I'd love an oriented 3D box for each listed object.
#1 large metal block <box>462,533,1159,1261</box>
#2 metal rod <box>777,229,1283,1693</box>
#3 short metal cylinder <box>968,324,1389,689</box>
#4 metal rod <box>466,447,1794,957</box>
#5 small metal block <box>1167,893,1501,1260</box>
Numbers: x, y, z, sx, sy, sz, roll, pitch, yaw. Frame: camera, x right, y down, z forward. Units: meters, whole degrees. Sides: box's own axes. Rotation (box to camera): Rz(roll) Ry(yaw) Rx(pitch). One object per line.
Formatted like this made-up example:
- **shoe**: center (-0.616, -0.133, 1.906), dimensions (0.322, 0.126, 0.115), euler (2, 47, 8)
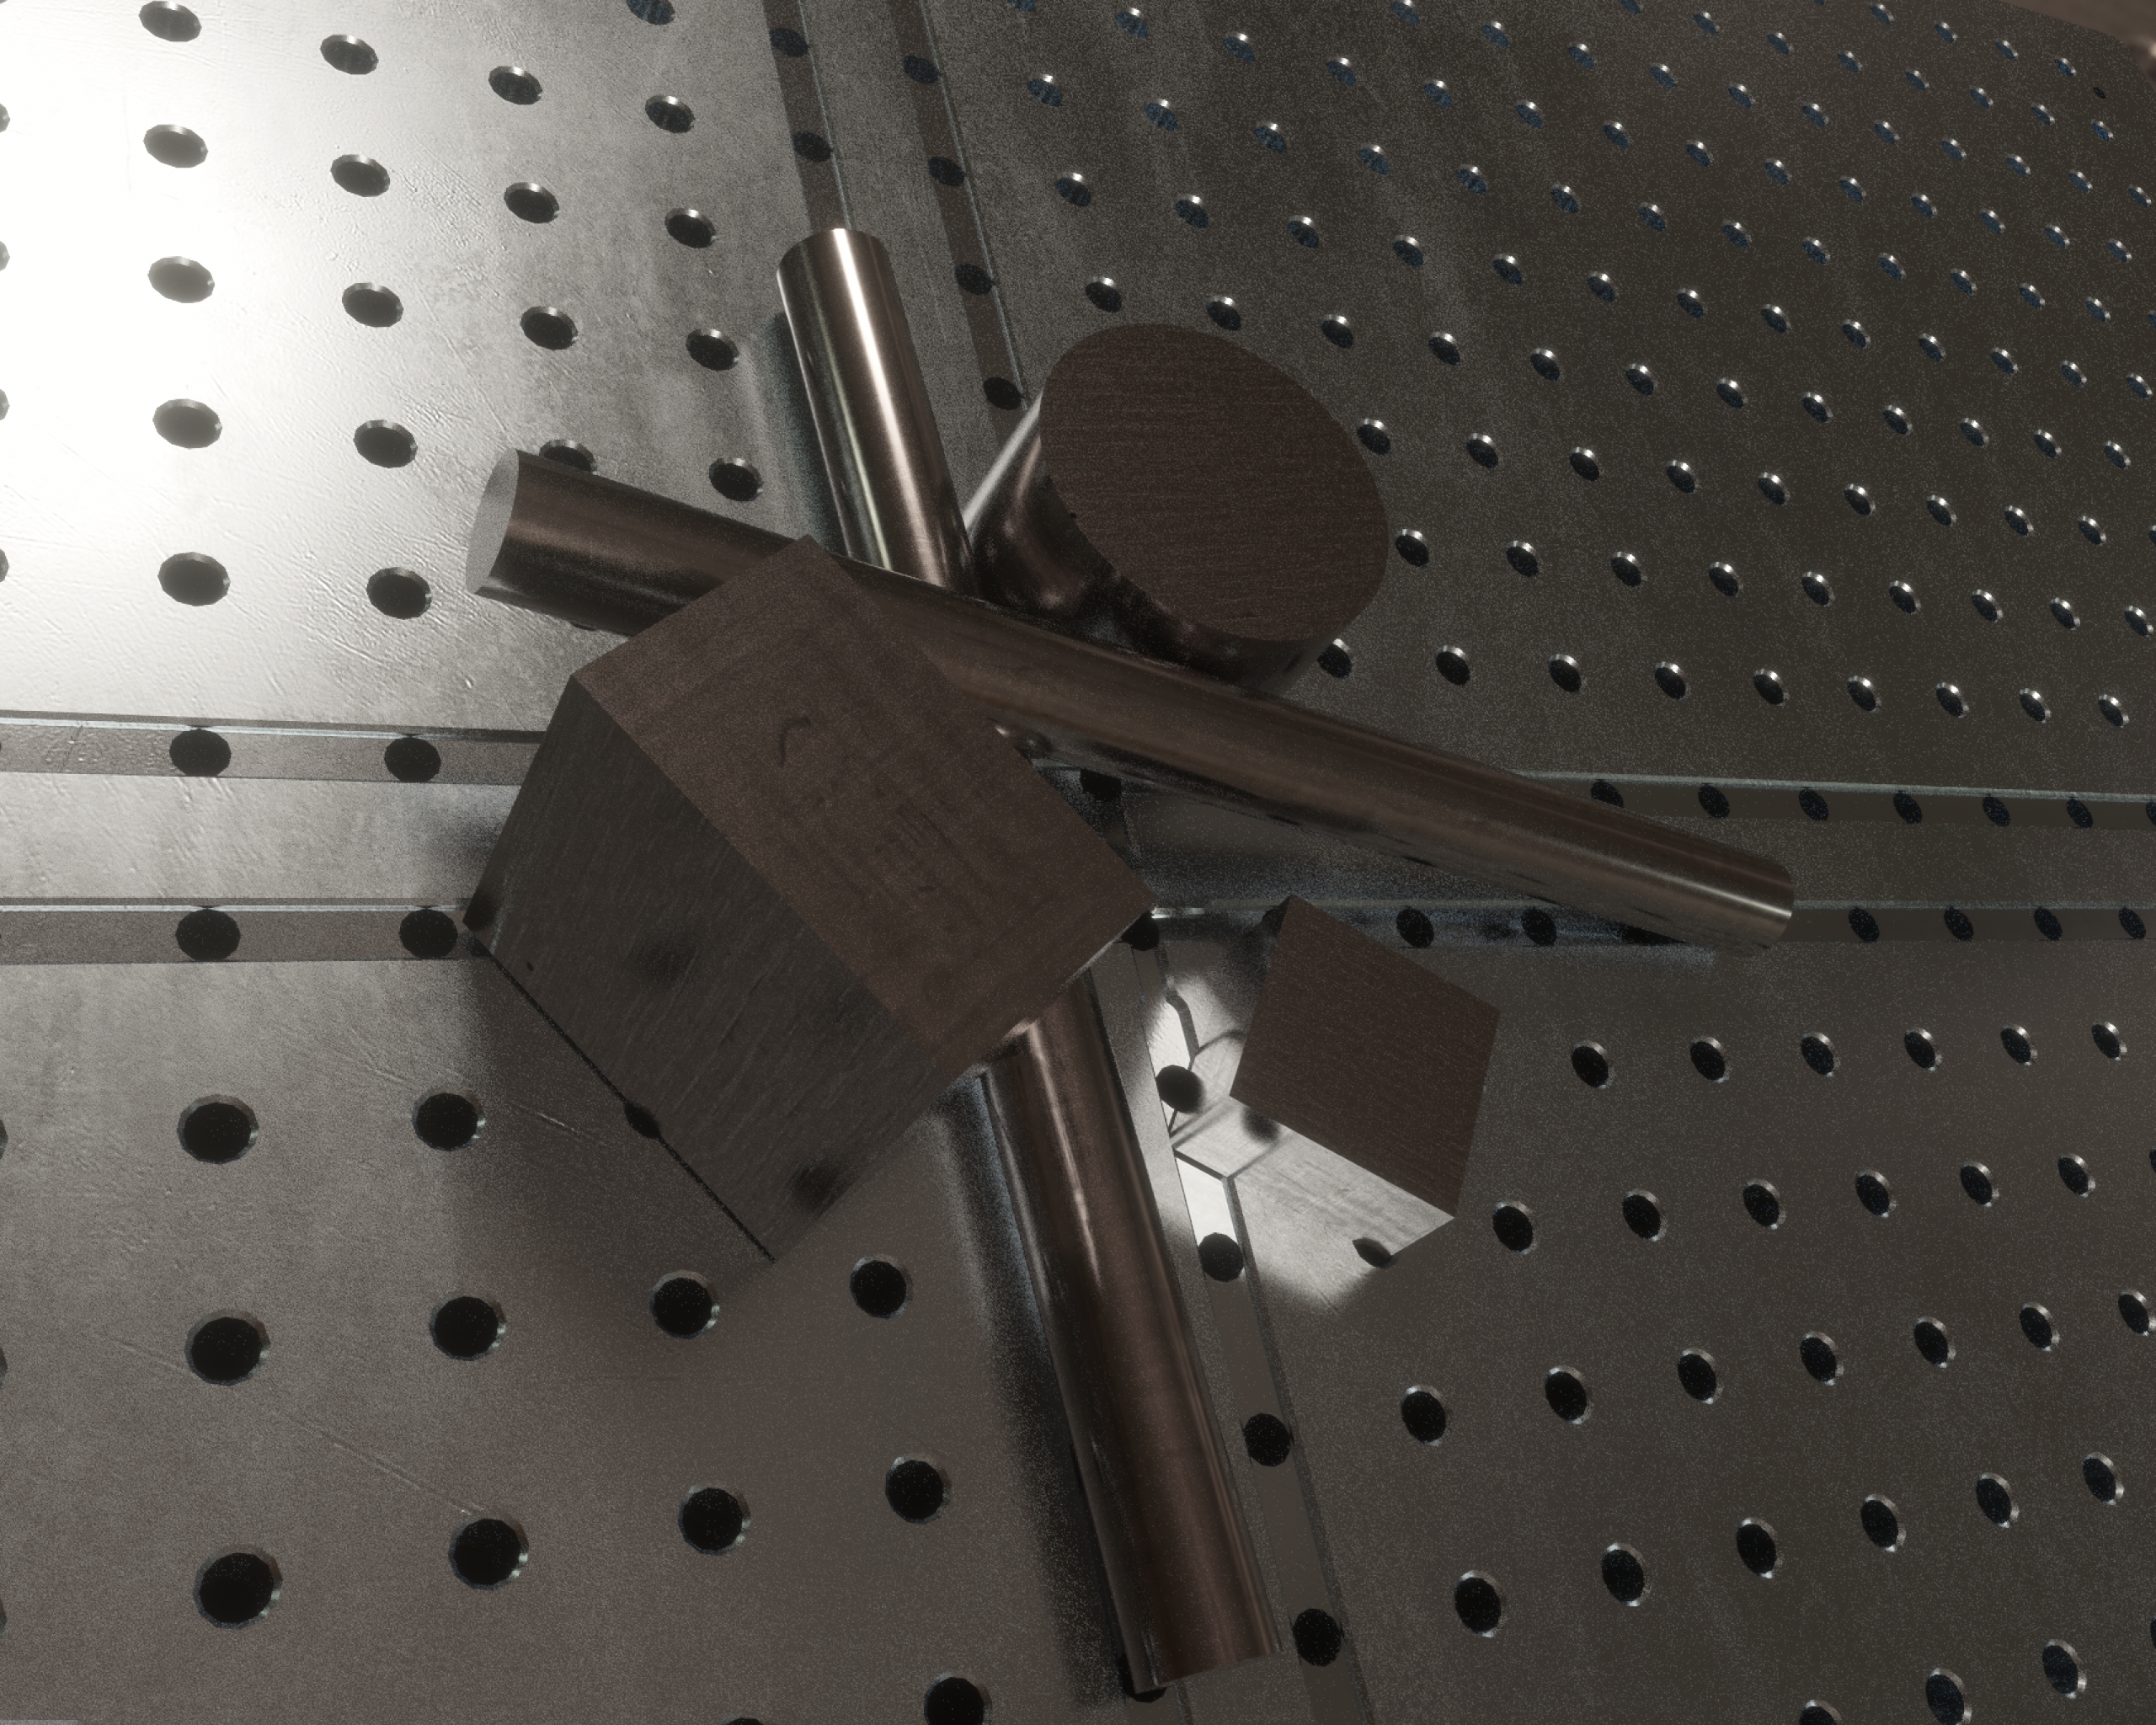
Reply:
- **large metal block**: center (-0.047, 0.008, 0.342), dimensions (0.080, 0.080, 0.050), euler (46, 51, 4)
- **metal rod**: center (-0.016, 0.001, 0.400), dimensions (0.025, 0.025, 0.299), euler (-2, 63, -29)
- **short metal cylinder**: center (0.018, -0.067, 0.444), dimensions (0.081, 0.050, 0.080), euler (14, 56, -21)
- **metal rod**: center (0.031, -0.023, 0.416), dimensions (0.302, 0.025, 0.025), euler (15, 56, -29)
- **small metal block**: center (0.051, 0.042, 0.413), dimensions (0.050, 0.025, 0.050), euler (29, 52, -10)
